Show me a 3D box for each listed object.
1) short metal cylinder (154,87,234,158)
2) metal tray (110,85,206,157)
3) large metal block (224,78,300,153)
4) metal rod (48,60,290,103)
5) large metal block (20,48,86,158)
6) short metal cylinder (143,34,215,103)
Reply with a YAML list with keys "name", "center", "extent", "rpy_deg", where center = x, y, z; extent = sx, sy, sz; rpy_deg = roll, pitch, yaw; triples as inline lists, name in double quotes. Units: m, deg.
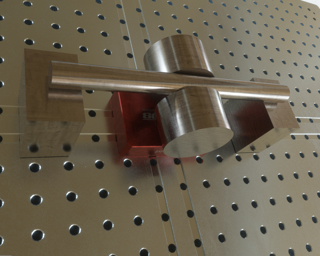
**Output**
- name: "short metal cylinder"
  center: [0.038, -0.004, 0.357]
  extent: [0.081, 0.080, 0.050]
  rpy_deg: [1, 62, -28]
- name: "metal tray"
  center: [0.006, -0.010, 0.414]
  extent: [0.131, 0.030, 0.090]
  rpy_deg: [1, 61, -28]
- name: "large metal block"
  center: [0.144, -0.017, 0.459]
  extent: [0.050, 0.080, 0.080]
  rpy_deg: [1, 62, -28]
- name: "metal rod"
  center: [0.034, -0.048, 0.352]
  extent: [0.303, 0.025, 0.025]
  rpy_deg: [0, 62, -28]
- name: "large metal block"
  center: [-0.116, -0.023, 0.322]
  extent: [0.050, 0.080, 0.080]
  rpy_deg: [1, 62, -28]
- name: "short metal cylinder"
  center: [0.023, -0.071, 0.390]
  extent: [0.081, 0.080, 0.050]
  rpy_deg: [1, 62, -28]
